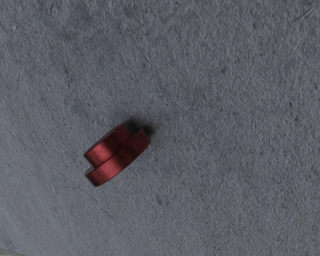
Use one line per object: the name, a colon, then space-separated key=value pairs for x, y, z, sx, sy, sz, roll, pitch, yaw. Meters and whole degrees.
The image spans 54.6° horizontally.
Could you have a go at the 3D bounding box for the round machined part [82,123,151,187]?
round machined part: x=-0.063 y=0.030 z=0.412 sx=0.098 sy=0.098 sz=0.042 roll=-33 pitch=100 yaw=38
